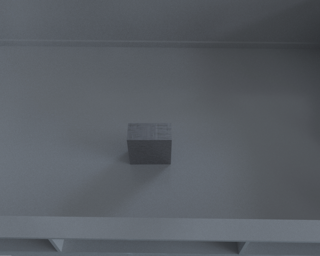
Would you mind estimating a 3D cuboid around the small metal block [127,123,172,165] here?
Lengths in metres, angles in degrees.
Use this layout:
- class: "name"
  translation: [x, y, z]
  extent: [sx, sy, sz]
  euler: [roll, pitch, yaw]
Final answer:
- class: "small metal block"
  translation: [-0.012, 0.020, 0.373]
  extent: [0.050, 0.050, 0.025]
  euler: [0, 50, 0]
